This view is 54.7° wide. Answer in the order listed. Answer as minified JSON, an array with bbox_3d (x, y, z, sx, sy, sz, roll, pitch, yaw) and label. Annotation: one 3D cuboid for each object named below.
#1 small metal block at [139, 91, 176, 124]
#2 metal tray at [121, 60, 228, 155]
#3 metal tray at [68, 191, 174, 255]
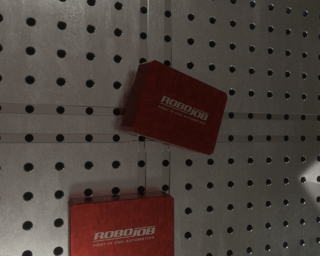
[{"bbox_3d":[-0.007,-0.027,0.411,0.050,0.025,0.050,-3,91,-21],"label":"small metal block"},{"bbox_3d":[0.024,-0.023,0.406,0.131,0.030,0.090,18,84,-32],"label":"metal tray"},{"bbox_3d":[-0.048,0.132,0.393,0.131,0.030,0.089,0,90,-21],"label":"metal tray"}]
